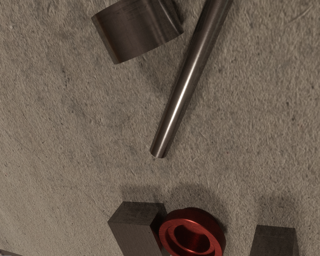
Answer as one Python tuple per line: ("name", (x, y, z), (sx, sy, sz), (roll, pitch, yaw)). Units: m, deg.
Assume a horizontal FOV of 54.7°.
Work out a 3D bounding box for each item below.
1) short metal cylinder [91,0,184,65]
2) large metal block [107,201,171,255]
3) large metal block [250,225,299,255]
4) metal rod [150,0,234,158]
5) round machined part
("short metal cylinder", (-0.022, -0.105, 0.317), (0.080, 0.080, 0.050), (-13, 112, 33))
("large metal block", (-0.027, 0.170, 0.508), (0.080, 0.050, 0.080), (-6, 116, 30))
("large metal block", (0.153, 0.188, 0.407), (0.050, 0.080, 0.080), (-4, 116, 30))
("metal rod", (0.040, -0.078, 0.336), (0.025, 0.025, 0.298), (28, 128, 10))
("round machined part", (0.051, 0.159, 0.466), (0.098, 0.042, 0.097), (13, 124, 20))
